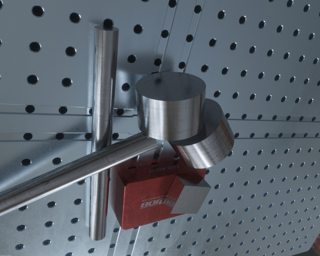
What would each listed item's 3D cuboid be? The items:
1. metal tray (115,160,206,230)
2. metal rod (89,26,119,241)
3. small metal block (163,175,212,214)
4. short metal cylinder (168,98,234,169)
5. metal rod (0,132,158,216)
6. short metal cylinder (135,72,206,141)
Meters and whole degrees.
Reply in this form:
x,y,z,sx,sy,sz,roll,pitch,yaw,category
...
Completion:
x,y,z,sx,sy,sz,roll,pitch,yaw,category
0.001,0.098,0.471,0.131,0.030,0.089,-7,122,-25,metal tray
-0.074,0.027,0.388,0.025,0.025,0.298,-7,122,-26,metal rod
0.040,0.099,0.457,0.050,0.025,0.050,11,113,-34,small metal block
0.052,0.007,0.410,0.080,0.080,0.050,-37,130,-4,short metal cylinder
-0.145,0.071,0.355,0.302,0.025,0.025,-23,128,-7,metal rod
0.013,-0.028,0.367,0.081,0.080,0.050,-15,125,-21,short metal cylinder
